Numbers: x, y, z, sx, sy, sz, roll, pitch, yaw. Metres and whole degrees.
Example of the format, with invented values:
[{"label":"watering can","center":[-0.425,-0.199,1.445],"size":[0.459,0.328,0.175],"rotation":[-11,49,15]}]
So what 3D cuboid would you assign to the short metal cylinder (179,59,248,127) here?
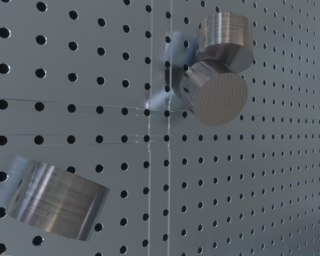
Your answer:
[{"label":"short metal cylinder","center":[0.074,-0.049,0.430],"size":[0.081,0.050,0.079],"rotation":[-11,125,-16]}]

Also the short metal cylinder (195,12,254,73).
[{"label":"short metal cylinder","center":[0.092,-0.117,0.443],"size":[0.080,0.080,0.050],"rotation":[23,62,-38]}]

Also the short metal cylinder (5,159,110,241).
[{"label":"short metal cylinder","center":[-0.095,0.068,0.294],"size":[0.080,0.080,0.050],"rotation":[33,70,-35]}]
